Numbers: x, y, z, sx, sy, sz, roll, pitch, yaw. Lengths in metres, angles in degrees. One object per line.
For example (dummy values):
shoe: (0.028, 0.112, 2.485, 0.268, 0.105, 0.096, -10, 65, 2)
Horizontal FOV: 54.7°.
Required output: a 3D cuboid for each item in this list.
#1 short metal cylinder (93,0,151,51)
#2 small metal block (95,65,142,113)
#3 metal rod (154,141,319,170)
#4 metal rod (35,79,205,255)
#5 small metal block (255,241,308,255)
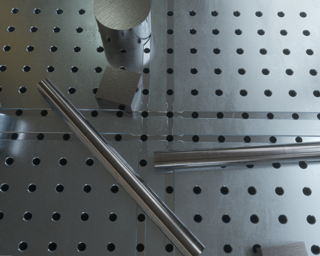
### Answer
short metal cylinder: (-0.053, -0.162, 0.457, 0.081, 0.050, 0.080, 0, 70, 0)
small metal block: (-0.056, -0.054, 0.431, 0.050, 0.025, 0.050, 15, 71, 5)
metal rod: (0.144, 0.033, 0.400, 0.302, 0.025, 0.025, -3, 70, -2)
metal rod: (-0.060, 0.044, 0.395, 0.025, 0.025, 0.300, -42, 75, -14)
small metal block: (0.143, 0.160, 0.354, 0.050, 0.025, 0.050, -8, 70, -3)
